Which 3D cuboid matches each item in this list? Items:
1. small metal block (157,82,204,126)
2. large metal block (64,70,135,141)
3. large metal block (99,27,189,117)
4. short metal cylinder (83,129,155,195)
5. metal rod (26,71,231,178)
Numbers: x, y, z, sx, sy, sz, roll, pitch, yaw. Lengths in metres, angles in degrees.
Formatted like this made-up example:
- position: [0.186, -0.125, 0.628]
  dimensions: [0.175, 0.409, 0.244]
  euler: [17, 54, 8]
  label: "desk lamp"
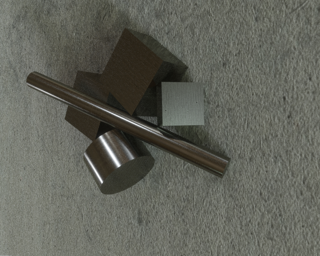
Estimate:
- position: [0.024, -0.028, 0.368]
  dimensions: [0.025, 0.050, 0.050]
  euler: [175, 94, -75]
  label: "small metal block"
- position: [-0.091, -0.033, 0.465]
  dimensions: [0.080, 0.050, 0.079]
  euler: [31, 109, 35]
  label: "large metal block"
- position: [-0.024, -0.071, 0.406]
  dimensions: [0.080, 0.050, 0.080]
  euler: [47, 118, 29]
  label: "large metal block"
- position: [-0.054, 0.044, 0.415]
  dimensions: [0.080, 0.081, 0.050]
  euler: [-51, 60, 28]
  label: "short metal cylinder"
- position: [-0.055, -0.013, 0.398]
  dimensions: [0.301, 0.025, 0.025]
  euler: [24, 106, 20]
  label: "metal rod"
